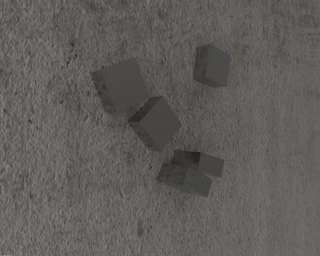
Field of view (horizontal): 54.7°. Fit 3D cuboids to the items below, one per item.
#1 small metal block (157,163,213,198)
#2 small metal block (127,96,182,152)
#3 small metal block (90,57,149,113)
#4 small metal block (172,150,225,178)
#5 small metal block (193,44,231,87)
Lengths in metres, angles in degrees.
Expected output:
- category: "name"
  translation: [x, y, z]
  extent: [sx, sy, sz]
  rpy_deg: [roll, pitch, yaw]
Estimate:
- category: "small metal block"
  translation: [0.033, 0.070, 0.416]
  extent: [0.050, 0.050, 0.025]
  rpy_deg: [31, 71, -36]
- category: "small metal block"
  translation: [-0.005, -0.006, 0.400]
  extent: [0.050, 0.025, 0.050]
  rpy_deg: [-50, 120, -28]
- category: "small metal block"
  translation: [-0.047, -0.050, 0.365]
  extent: [0.050, 0.025, 0.050]
  rpy_deg: [-30, 109, -36]
- category: "small metal block"
  translation: [0.053, 0.050, 0.432]
  extent: [0.050, 0.050, 0.025]
  rpy_deg: [20, 77, -38]
- category: "small metal block"
  translation: [0.079, -0.093, 0.470]
  extent: [0.050, 0.025, 0.050]
  rpy_deg: [14, 81, -39]
